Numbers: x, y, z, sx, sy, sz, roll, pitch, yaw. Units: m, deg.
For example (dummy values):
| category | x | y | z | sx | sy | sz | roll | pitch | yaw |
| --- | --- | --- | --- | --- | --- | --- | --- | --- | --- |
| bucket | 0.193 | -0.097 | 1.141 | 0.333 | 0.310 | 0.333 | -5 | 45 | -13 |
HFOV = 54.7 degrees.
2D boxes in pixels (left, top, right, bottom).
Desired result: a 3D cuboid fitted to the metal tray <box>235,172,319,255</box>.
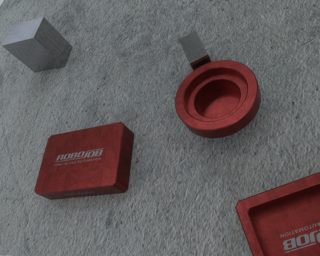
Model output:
| category | x | y | z | sx | sy | sz | roll | pitch | yaw |
| --- | --- | --- | --- | --- | --- | --- | --- | --- | --- |
| metal tray | 0.144 | 0.089 | 0.270 | 0.130 | 0.030 | 0.090 | -24 | 53 | 13 |

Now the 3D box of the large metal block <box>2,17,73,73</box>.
| category | x | y | z | sx | sy | sz | roll | pitch | yaw |
| --- | --- | --- | --- | --- | --- | --- | --- | --- | --- |
| large metal block | -0.228 | -0.154 | 0.583 | 0.080 | 0.080 | 0.050 | -3 | 61 | 27 |

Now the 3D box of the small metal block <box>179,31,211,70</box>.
| category | x | y | z | sx | sy | sz | roll | pitch | yaw |
| --- | --- | --- | --- | --- | --- | --- | --- | --- | --- |
| small metal block | 0.053 | -0.093 | 0.417 | 0.025 | 0.050 | 0.050 | -26 | 53 | 12 |

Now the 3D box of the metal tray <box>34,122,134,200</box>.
| category | x | y | z | sx | sy | sz | roll | pitch | yaw |
| --- | --- | --- | --- | --- | --- | --- | --- | --- | --- |
| metal tray | -0.103 | 0.047 | 0.427 | 0.130 | 0.030 | 0.090 | -10 | 57 | 22 |

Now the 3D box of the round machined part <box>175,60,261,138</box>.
| category | x | y | z | sx | sy | sz | roll | pitch | yaw |
| --- | --- | --- | --- | --- | --- | --- | --- | --- | --- |
| round machined part | 0.071 | -0.031 | 0.374 | 0.098 | 0.042 | 0.098 | -13 | 56 | 21 |
